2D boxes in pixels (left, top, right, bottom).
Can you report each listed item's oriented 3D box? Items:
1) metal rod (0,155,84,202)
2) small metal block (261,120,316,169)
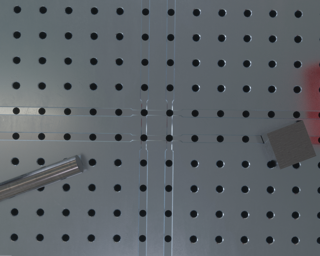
[{"bbox_3d":[-0.249,0.099,0.411,0.301,0.025,0.025,-20,90,0],"label":"metal rod"},{"bbox_3d":[0.171,0.022,0.415,0.050,0.025,0.050,-21,90,0],"label":"small metal block"}]
